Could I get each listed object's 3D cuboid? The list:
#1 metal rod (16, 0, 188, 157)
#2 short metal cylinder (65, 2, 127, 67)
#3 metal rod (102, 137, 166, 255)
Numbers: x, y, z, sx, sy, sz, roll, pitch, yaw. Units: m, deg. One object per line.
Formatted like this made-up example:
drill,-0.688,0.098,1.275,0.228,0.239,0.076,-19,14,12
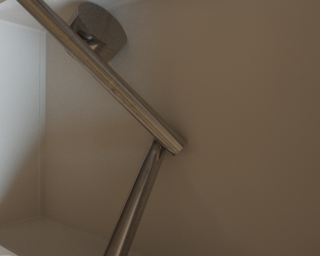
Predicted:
metal rod,-0.081,-0.078,0.394,0.300,0.025,0.025,45,120,3
short metal cylinder,-0.095,-0.132,0.447,0.050,0.081,0.080,-37,68,33
metal rod,-0.048,0.137,0.329,0.025,0.025,0.300,-9,46,39
